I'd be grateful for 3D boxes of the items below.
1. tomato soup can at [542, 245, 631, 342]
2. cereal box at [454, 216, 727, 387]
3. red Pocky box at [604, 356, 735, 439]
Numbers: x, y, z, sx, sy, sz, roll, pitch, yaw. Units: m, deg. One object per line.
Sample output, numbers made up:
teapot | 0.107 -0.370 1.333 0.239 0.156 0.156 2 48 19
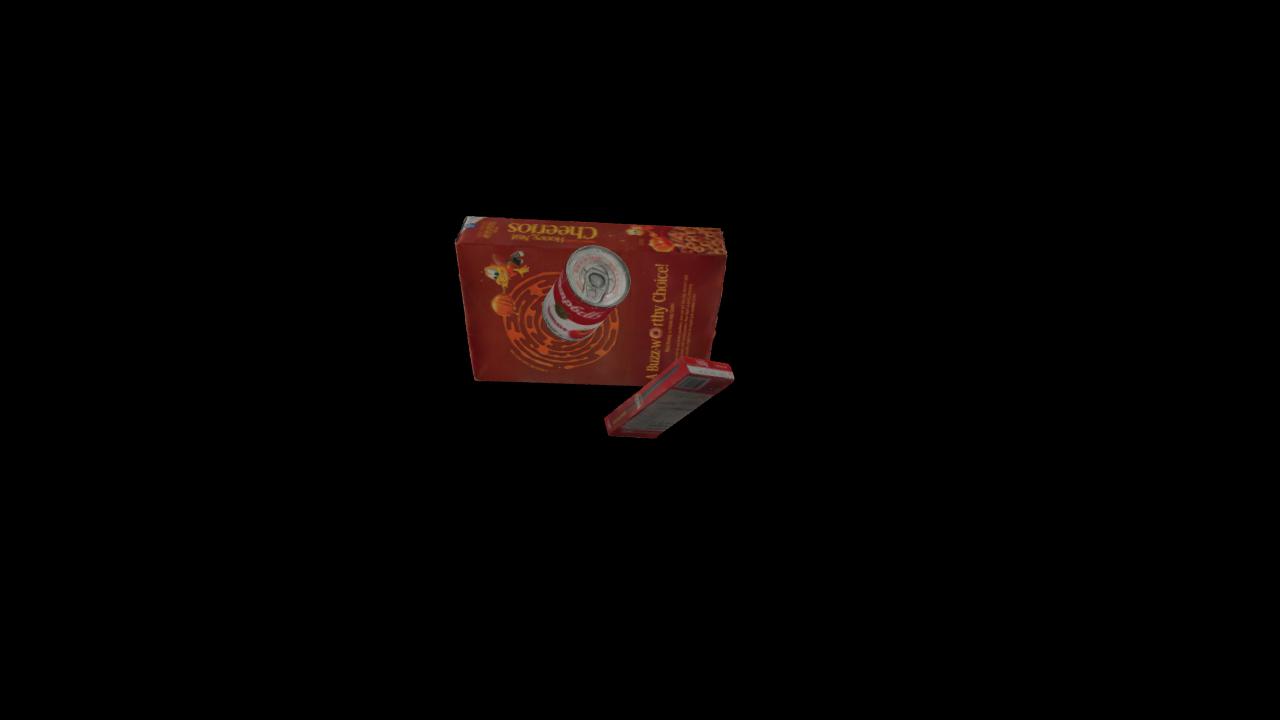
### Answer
tomato soup can | -0.059 -0.067 0.642 0.068 0.068 0.101 0 -18 -24
cereal box | -0.059 -0.066 0.757 0.306 0.203 0.081 2 39 -2
red Pocky box | 0.033 0.049 0.746 0.083 0.028 0.155 9 -38 -42
